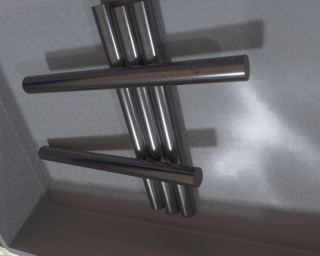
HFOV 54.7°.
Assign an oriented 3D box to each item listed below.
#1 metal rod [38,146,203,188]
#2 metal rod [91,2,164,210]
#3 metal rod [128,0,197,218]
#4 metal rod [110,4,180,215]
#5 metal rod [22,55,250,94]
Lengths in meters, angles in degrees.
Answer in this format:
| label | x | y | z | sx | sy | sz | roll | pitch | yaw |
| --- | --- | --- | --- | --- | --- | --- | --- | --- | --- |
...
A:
| label | x | y | z | sx | sy | sz | roll | pitch | yaw |
| --- | --- | --- | --- | --- | --- | --- | --- | --- | --- |
| metal rod | -0.078 | 0.051 | 0.457 | 0.300 | 0.025 | 0.025 | 4 | 121 | 34 |
| metal rod | -0.034 | -0.011 | 0.419 | 0.025 | 0.025 | 0.298 | 0 | 119 | 28 |
| metal rod | 0.010 | -0.006 | 0.397 | 0.025 | 0.025 | 0.298 | 1 | 119 | 28 |
| metal rod | -0.011 | -0.006 | 0.410 | 0.025 | 0.025 | 0.298 | 1 | 119 | 28 |
| metal rod | -0.050 | -0.059 | 0.365 | 0.300 | 0.025 | 0.025 | 1 | 119 | 28 |
